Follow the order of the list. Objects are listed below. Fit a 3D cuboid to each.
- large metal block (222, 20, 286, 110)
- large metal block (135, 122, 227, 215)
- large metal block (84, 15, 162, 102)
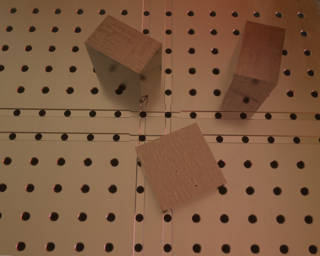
[{"bbox_3d":[0.123,-0.080,0.414,0.050,0.080,0.080,14,71,5],"label":"large metal block"},{"bbox_3d":[0.023,0.051,0.380,0.080,0.050,0.080,-22,72,-8],"label":"large metal block"},{"bbox_3d":[-0.045,-0.090,0.415,0.080,0.080,0.050,31,73,10],"label":"large metal block"}]
